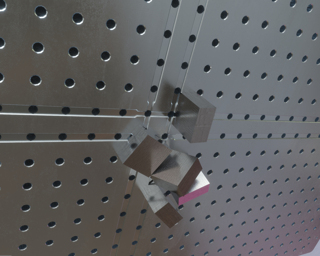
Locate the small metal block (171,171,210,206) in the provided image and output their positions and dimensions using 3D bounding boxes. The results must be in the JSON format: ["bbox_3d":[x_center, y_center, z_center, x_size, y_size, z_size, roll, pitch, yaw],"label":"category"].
[{"bbox_3d":[0.038,0.079,0.461,0.050,0.050,0.025,-21,143,-16],"label":"small metal block"}]

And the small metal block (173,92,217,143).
[{"bbox_3d":[0.044,-0.015,0.409,0.025,0.050,0.050,-3,120,-27],"label":"small metal block"}]

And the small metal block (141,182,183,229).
[{"bbox_3d":[0.003,0.115,0.467,0.025,0.050,0.050,-38,129,-3],"label":"small metal block"}]

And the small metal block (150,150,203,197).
[{"bbox_3d":[0.023,0.061,0.433,0.050,0.050,0.025,-51,135,-27],"label":"small metal block"}]

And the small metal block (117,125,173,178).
[{"bbox_3d":[-0.020,0.033,0.420,0.050,0.025,0.050,-49,129,6],"label":"small metal block"}]
